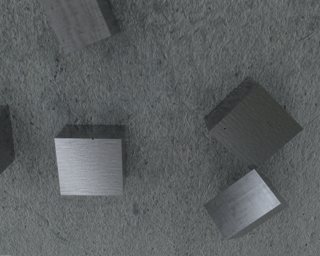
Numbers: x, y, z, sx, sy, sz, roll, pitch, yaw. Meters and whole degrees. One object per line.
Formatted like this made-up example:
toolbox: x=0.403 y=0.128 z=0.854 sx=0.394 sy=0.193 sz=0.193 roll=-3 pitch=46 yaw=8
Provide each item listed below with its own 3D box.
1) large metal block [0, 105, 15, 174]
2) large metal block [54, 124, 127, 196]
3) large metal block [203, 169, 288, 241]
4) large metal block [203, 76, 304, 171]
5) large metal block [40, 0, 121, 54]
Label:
large metal block: x=-0.227 y=0.020 z=0.386 sx=0.050 sy=0.080 sz=0.079 roll=3 pitch=110 yaw=-1
large metal block: x=-0.088 y=0.041 z=0.411 sx=0.081 sy=0.050 sz=0.079 roll=1 pitch=110 yaw=-1
large metal block: x=0.117 y=0.103 z=0.413 sx=0.080 sy=0.080 sz=0.050 roll=-40 pitch=61 yaw=13
large metal block: x=0.116 y=-0.006 z=0.395 sx=0.080 sy=0.050 sz=0.080 roll=41 pitch=105 yaw=-14
large metal block: x=-0.085 y=-0.131 z=0.331 sx=0.050 sy=0.080 sz=0.080 roll=-20 pitch=109 yaw=7
